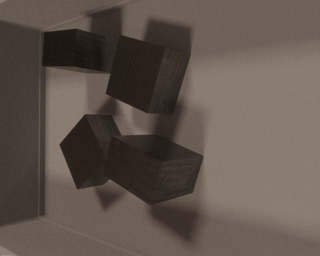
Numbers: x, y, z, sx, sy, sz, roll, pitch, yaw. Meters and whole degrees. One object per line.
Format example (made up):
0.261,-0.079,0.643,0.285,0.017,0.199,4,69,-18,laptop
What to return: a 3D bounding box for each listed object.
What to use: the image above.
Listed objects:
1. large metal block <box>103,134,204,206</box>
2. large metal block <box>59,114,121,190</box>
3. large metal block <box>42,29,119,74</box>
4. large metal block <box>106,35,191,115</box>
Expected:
-0.008,0.045,0.376,0.080,0.081,0.050,23,105,37,large metal block
-0.099,0.035,0.469,0.080,0.050,0.080,-43,65,31,large metal block
-0.117,-0.112,0.465,0.080,0.081,0.050,10,96,39,large metal block
-0.017,-0.069,0.403,0.080,0.050,0.079,26,106,36,large metal block
